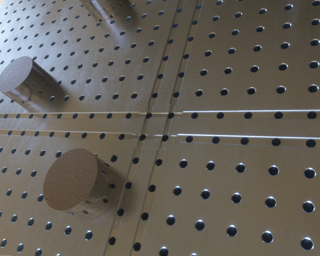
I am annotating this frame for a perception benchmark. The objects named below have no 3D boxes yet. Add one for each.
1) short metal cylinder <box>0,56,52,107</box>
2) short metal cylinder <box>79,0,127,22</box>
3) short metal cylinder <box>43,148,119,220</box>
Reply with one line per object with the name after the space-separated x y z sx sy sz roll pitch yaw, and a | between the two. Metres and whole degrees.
-0.250 -0.085 0.573 0.080 0.050 0.080 -13 56 20 | short metal cylinder
-0.111 -0.255 0.605 0.080 0.050 0.080 -13 56 20 | short metal cylinder
-0.100 0.073 0.398 0.080 0.050 0.080 -13 56 20 | short metal cylinder
